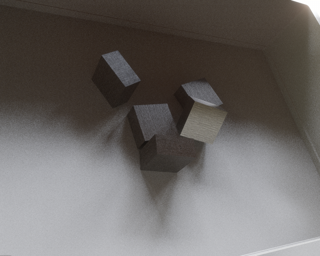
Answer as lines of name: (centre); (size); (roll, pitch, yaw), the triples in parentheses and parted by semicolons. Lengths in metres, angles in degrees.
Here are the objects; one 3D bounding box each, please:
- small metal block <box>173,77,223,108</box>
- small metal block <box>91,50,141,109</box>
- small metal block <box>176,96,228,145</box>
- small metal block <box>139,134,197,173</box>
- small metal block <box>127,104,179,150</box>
small metal block: (0.057, -0.043, 0.462); (0.050, 0.025, 0.050); (-23, 74, -36)
small metal block: (-0.057, -0.061, 0.396); (0.025, 0.050, 0.050); (-30, 79, -38)
small metal block: (0.056, -0.010, 0.423); (0.050, 0.050, 0.025); (16, 17, -19)
small metal block: (0.008, 0.032, 0.374); (0.050, 0.050, 0.025); (8, 59, -24)
small metal block: (-0.009, -0.003, 0.402); (0.050, 0.025, 0.050); (-6, 65, -31)
